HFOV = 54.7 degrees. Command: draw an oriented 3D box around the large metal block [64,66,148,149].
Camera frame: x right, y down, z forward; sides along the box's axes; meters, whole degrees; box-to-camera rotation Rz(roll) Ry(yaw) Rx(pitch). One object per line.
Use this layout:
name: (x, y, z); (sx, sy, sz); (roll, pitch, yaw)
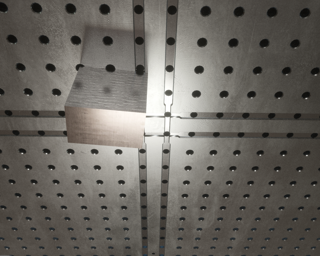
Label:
large metal block: (-0.057, -0.025, 0.353); (0.081, 0.080, 0.050); (5, 130, -5)
